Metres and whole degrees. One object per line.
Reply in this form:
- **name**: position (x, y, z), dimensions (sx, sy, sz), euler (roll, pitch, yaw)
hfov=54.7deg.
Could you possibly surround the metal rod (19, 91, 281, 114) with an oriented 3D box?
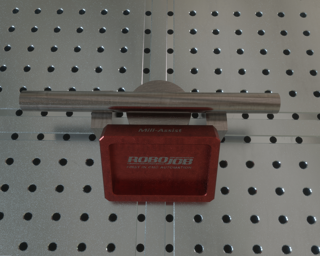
- **metal rod**: position (-0.012, -0.031, 0.369), dimensions (0.302, 0.025, 0.025), euler (1, 70, 0)

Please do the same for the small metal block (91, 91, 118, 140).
- **small metal block**: position (-0.071, -0.015, 0.404), dimensions (0.025, 0.050, 0.050), euler (-1, 70, 0)

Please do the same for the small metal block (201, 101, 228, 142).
- **small metal block**: position (0.069, -0.012, 0.403), dimensions (0.025, 0.050, 0.050), euler (-1, 70, 0)

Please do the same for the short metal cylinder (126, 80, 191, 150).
- **short metal cylinder**: position (-0.001, -0.015, 0.404), dimensions (0.081, 0.050, 0.080), euler (0, 70, 0)

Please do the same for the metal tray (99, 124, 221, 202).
- **metal tray**: position (0.000, 0.042, 0.364), dimensions (0.131, 0.089, 0.030), euler (0, 27, 0)
